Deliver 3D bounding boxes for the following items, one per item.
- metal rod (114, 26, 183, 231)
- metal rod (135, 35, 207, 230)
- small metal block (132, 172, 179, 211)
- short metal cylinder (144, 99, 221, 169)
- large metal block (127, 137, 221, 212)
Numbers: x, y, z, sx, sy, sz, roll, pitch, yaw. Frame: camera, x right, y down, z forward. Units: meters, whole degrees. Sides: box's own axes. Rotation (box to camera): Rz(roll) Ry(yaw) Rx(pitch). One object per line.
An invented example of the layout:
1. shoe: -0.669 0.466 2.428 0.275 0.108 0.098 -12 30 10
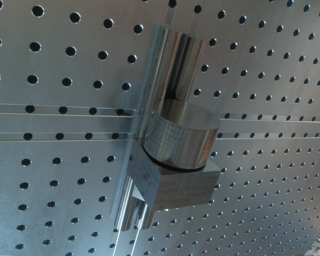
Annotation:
1. metal rod: -0.022 0.018 0.414 0.025 0.025 0.298 1 118 -29
2. metal rod: 0.008 0.022 0.433 0.025 0.025 0.298 1 118 -29
3. small metal block: -0.002 0.077 0.414 0.050 0.050 0.025 -46 154 -63
4. short metal cylinder: 0.025 0.005 0.367 0.081 0.080 0.050 1 118 -29
5. large metal block: 0.014 0.053 0.385 0.081 0.080 0.050 0 118 -29
